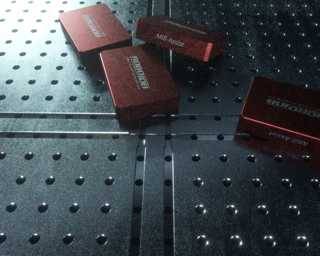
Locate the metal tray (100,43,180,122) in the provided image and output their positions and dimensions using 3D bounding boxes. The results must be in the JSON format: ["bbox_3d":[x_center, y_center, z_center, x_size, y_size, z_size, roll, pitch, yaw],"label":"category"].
[{"bbox_3d":[-0.033,-0.073,0.465,0.091,0.030,0.130,-13,51,-11],"label":"metal tray"}]

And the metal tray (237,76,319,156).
[{"bbox_3d":[0.181,-0.018,0.422,0.130,0.030,0.090,18,52,14],"label":"metal tray"}]

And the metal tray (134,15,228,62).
[{"bbox_3d":[0.036,-0.152,0.511,0.130,0.030,0.090,24,32,18],"label":"metal tray"}]

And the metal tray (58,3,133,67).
[{"bbox_3d":[-0.114,-0.167,0.544,0.091,0.030,0.130,-22,54,-18],"label":"metal tray"}]
